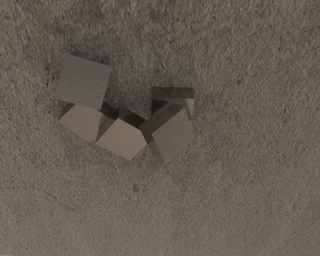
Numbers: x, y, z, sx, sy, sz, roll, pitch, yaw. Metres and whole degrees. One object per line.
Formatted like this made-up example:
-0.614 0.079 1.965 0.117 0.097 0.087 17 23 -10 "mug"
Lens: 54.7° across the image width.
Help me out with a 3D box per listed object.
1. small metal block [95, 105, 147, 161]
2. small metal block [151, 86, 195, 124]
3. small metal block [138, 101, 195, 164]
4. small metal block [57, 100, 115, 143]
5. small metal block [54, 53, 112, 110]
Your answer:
-0.043 0.007 0.380 0.050 0.025 0.050 30 124 -24 "small metal block"
0.014 -0.024 0.388 0.050 0.025 0.050 1 130 -2 "small metal block"
0.010 0.005 0.364 0.050 0.025 0.050 -40 131 -20 "small metal block"
-0.092 -0.016 0.394 0.050 0.025 0.050 -37 122 27 "small metal block"
-0.086 -0.051 0.349 0.050 0.025 0.050 14 92 -13 "small metal block"
